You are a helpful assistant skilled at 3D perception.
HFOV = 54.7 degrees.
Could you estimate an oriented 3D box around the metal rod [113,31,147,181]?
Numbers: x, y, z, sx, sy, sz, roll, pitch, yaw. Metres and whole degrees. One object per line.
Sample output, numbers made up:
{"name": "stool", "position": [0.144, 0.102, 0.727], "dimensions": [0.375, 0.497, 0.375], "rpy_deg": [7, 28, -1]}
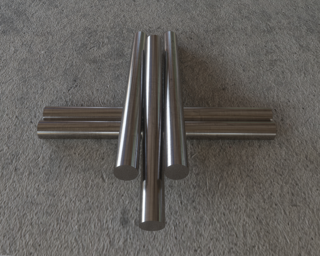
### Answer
{"name": "metal rod", "position": [-0.034, -0.055, 0.423], "dimensions": [0.025, 0.025, 0.300], "rpy_deg": [0, 42, 0]}

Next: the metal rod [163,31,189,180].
{"name": "metal rod", "position": [0.017, -0.056, 0.424], "dimensions": [0.025, 0.025, 0.300], "rpy_deg": [0, 42, 0]}

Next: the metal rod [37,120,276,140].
{"name": "metal rod", "position": [-0.004, 0.003, 0.403], "dimensions": [0.302, 0.025, 0.025], "rpy_deg": [0, 50, -1]}

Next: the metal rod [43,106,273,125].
{"name": "metal rod", "position": [-0.002, -0.016, 0.419], "dimensions": [0.302, 0.025, 0.025], "rpy_deg": [0, 50, -1]}

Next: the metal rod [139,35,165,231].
{"name": "metal rod", "position": [-0.008, -0.022, 0.389], "dimensions": [0.025, 0.025, 0.300], "rpy_deg": [0, 50, -1]}
